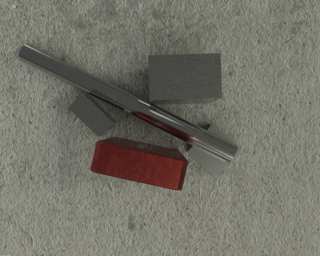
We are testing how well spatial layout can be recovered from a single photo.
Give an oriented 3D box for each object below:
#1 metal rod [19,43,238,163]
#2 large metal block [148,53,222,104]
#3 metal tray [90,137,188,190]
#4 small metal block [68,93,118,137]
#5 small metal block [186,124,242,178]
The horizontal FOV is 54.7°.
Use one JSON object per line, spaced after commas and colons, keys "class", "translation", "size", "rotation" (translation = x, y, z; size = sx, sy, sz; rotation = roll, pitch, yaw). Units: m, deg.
{"class": "metal rod", "translation": [-0.043, -0.034, 0.397], "size": [0.301, 0.025, 0.025], "rotation": [26, 90, 5]}
{"class": "large metal block", "translation": [0.028, -0.057, 0.383], "size": [0.081, 0.080, 0.050], "rotation": [-2, 90, -1]}
{"class": "metal tray", "translation": [-0.020, 0.036, 0.359], "size": [0.091, 0.130, 0.030], "rotation": [12, 90, 0]}
{"class": "small metal block", "translation": [-0.084, -0.016, 0.397], "size": [0.050, 0.050, 0.025], "rotation": [44, 90, -1]}
{"class": "small metal block", "translation": [0.071, 0.029, 0.413], "size": [0.050, 0.025, 0.050], "rotation": [41, 90, -1]}
